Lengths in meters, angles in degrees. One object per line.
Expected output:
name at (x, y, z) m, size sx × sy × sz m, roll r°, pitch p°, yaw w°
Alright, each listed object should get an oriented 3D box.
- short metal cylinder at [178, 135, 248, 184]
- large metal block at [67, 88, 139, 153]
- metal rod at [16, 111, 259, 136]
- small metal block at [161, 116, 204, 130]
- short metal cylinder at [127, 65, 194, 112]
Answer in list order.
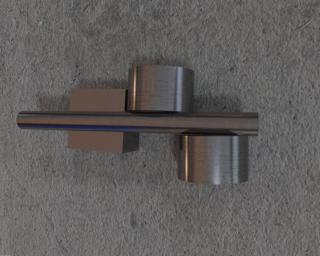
short metal cylinder at (0.061, 0.033, 0.359) m, size 0.080 × 0.080 × 0.050 m, roll 0°, pitch 90°, yaw 19°
large metal block at (-0.074, -0.011, 0.418) m, size 0.080 × 0.050 × 0.079 m, roll 3°, pitch 91°, yaw 19°
metal rod at (-0.041, -0.007, 0.369) m, size 0.301 × 0.025 × 0.025 m, roll 1°, pitch 91°, yaw 18°
small metal block at (0.034, -0.005, 0.383) m, size 0.050 × 0.050 × 0.025 m, roll 1°, pitch 91°, yaw 19°
short metal cylinder at (0.001, -0.045, 0.381) m, size 0.080 × 0.080 × 0.050 m, roll 2°, pitch 91°, yaw 19°
